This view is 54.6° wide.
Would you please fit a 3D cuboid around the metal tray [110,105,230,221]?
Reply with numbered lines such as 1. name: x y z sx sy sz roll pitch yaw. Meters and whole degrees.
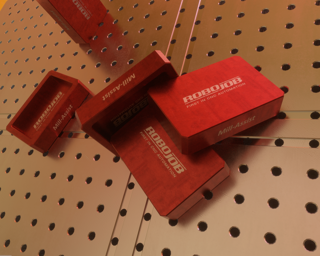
1. metal tray: 0.008 0.032 0.374 0.090 0.030 0.130 -41 56 1

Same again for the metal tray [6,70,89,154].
1. metal tray: -0.190 -0.031 0.525 0.090 0.030 0.130 23 74 36

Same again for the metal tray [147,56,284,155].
1. metal tray: 0.062 -0.031 0.361 0.131 0.030 0.090 -23 50 -15

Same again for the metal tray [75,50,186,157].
1. metal tray: -0.029 -0.027 0.399 0.130 0.090 0.030 -37 51 4

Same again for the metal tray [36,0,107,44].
1. metal tray: -0.161 -0.231 0.569 0.030 0.130 0.090 10 67 33
